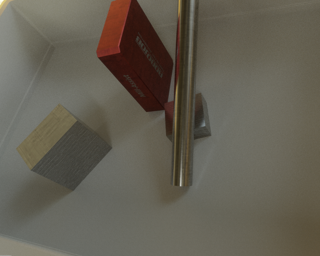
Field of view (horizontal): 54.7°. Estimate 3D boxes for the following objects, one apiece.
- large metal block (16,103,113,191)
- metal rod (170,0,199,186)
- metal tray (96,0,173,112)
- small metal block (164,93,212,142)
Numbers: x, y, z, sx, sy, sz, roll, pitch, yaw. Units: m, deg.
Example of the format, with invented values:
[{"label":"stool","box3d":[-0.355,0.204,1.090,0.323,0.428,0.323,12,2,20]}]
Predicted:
[{"label":"large metal block","box3d":[-0.126,0.027,0.418,0.080,0.080,0.050,-49,52,-6]},{"label":"metal rod","box3d":[0.031,-0.084,0.362,0.025,0.025,0.298,1,87,28]},{"label":"metal tray","box3d":[-0.025,-0.091,0.406,0.030,0.130,0.090,-5,60,25]},{"label":"small metal block","box3d":[0.035,-0.011,0.394,0.050,0.025,0.050,-15,56,19]}]
